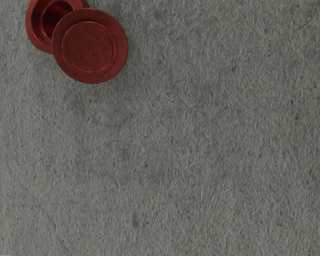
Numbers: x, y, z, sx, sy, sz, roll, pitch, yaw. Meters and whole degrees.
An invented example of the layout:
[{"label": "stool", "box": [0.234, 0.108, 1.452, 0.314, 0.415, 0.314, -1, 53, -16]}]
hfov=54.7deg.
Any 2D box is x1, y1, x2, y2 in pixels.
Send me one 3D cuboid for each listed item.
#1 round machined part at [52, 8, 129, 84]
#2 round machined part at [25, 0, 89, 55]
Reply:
[{"label": "round machined part", "box": [-0.091, -0.105, 0.406, 0.099, 0.042, 0.097, -4, 113, -9]}, {"label": "round machined part", "box": [-0.141, -0.153, 0.450, 0.098, 0.042, 0.097, 0, 90, 20]}]
